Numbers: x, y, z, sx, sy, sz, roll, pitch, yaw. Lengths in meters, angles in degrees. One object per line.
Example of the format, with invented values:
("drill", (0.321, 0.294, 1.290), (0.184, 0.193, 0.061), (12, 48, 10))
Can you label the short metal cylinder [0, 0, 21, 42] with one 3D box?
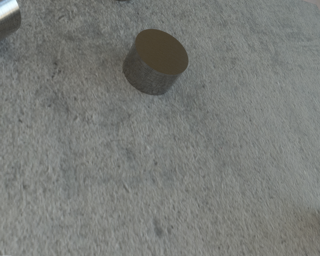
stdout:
("short metal cylinder", (-0.203, -0.129, 0.338), (0.080, 0.080, 0.050), (35, 51, -5))

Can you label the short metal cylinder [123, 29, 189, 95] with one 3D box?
("short metal cylinder", (-0.007, -0.094, 0.443), (0.081, 0.050, 0.080), (14, 56, -21))
